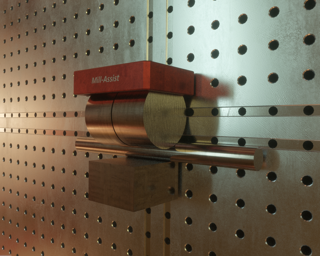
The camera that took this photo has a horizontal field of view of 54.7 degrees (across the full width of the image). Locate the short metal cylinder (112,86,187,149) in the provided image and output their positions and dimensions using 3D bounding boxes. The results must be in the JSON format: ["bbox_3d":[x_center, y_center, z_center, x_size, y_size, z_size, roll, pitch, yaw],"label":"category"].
[{"bbox_3d":[-0.011,-0.016,0.379,0.050,0.081,0.079,2,92,40],"label":"short metal cylinder"}]

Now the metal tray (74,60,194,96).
[{"bbox_3d":[-0.034,-0.056,0.390,0.130,0.091,0.030,2,91,40],"label":"metal tray"}]

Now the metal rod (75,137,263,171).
[{"bbox_3d":[-0.014,0.029,0.415,0.300,0.025,0.025,2,91,40],"label":"metal rod"}]

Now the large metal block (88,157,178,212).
[{"bbox_3d":[-0.033,0.067,0.395,0.080,0.081,0.050,1,91,40],"label":"large metal block"}]

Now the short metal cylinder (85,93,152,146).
[{"bbox_3d":[-0.051,-0.016,0.412,0.050,0.081,0.079,1,91,40],"label":"short metal cylinder"}]
